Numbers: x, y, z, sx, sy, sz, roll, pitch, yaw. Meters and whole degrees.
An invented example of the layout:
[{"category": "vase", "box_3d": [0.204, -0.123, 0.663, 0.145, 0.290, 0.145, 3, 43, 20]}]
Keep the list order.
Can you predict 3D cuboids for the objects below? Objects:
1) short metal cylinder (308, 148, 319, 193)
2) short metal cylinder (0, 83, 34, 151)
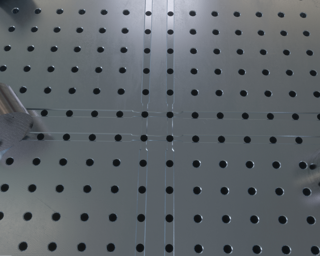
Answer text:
[{"category": "short metal cylinder", "box_3d": [0.235, 0.051, 0.381, 0.081, 0.050, 0.080, 0, 70, 0]}, {"category": "short metal cylinder", "box_3d": [-0.209, -0.011, 0.385, 0.080, 0.080, 0.050, -36, 74, -12]}]
